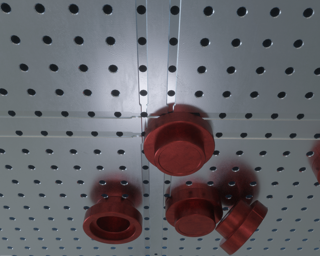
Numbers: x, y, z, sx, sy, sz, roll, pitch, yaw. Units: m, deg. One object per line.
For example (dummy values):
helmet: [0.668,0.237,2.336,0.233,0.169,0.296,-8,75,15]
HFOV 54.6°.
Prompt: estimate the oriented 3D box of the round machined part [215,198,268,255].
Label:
round machined part: [0.128,0.155,0.509,0.042,0.099,0.097,40,128,16]

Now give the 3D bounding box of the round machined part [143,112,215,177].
round machined part: [0.026,0.029,0.425,0.099,0.042,0.097,0,130,0]

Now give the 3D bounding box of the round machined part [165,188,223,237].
round machined part: [0.058,0.150,0.528,0.099,0.042,0.097,0,130,0]

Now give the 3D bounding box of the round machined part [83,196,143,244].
round machined part: [-0.079,0.155,0.531,0.099,0.042,0.097,0,130,0]

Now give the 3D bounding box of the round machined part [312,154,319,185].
round machined part: [0.284,0.064,0.457,0.099,0.042,0.097,0,130,0]
